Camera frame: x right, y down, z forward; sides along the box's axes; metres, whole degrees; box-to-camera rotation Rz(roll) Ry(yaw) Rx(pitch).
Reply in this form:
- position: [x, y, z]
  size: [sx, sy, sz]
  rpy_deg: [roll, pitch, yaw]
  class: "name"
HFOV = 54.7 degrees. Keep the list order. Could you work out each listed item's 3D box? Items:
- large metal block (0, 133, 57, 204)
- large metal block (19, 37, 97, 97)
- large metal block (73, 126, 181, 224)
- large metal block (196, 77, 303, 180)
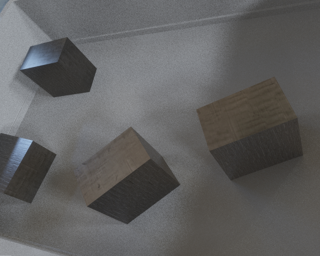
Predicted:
- position: [-0.219, 0.059, 0.469]
  size: [0.080, 0.050, 0.080]
  rpy_deg: [9, 66, 32]
  class: "large metal block"
- position: [-0.167, -0.098, 0.519]
  size: [0.080, 0.080, 0.050]
  rpy_deg: [-5, 60, 26]
  class: "large metal block"
- position: [-0.035, 0.057, 0.354]
  size: [0.080, 0.080, 0.050]
  rpy_deg: [-37, 51, 3]
  class: "large metal block"
- position: [0.093, 0.005, 0.318]
  size: [0.080, 0.080, 0.050]
  rpy_deg: [-23, 53, 14]
  class: "large metal block"
